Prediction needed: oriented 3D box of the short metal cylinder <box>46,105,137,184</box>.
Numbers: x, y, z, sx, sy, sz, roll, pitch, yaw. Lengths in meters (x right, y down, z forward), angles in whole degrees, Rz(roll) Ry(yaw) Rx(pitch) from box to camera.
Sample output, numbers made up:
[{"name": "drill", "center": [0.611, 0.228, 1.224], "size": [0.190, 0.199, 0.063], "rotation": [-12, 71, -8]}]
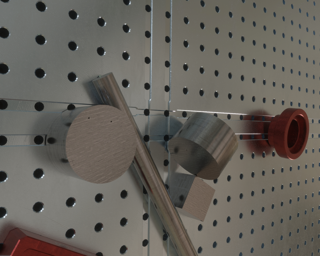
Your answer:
[{"name": "short metal cylinder", "center": [-0.073, 0.016, 0.332], "size": [0.081, 0.050, 0.079], "rotation": [0, 90, -40]}]

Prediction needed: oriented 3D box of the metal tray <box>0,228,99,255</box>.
[{"name": "metal tray", "center": [-0.109, 0.167, 0.314], "size": [0.130, 0.030, 0.090], "rotation": [37, 67, -34]}]

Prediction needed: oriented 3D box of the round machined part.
[{"name": "round machined part", "center": [0.245, 0.010, 0.599], "size": [0.099, 0.042, 0.097], "rotation": [-8, 103, -40]}]

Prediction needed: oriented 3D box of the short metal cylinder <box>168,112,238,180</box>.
[{"name": "short metal cylinder", "center": [0.058, 0.025, 0.422], "size": [0.050, 0.080, 0.080], "rotation": [-49, 119, -29]}]

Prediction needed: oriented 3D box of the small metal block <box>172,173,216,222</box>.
[{"name": "small metal block", "center": [0.048, 0.101, 0.450], "size": [0.050, 0.025, 0.050], "rotation": [39, 66, -33]}]

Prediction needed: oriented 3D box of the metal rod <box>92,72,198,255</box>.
[{"name": "metal rod", "center": [-0.009, 0.071, 0.401], "size": [0.025, 0.025, 0.299], "rotation": [-37, 113, -34]}]
